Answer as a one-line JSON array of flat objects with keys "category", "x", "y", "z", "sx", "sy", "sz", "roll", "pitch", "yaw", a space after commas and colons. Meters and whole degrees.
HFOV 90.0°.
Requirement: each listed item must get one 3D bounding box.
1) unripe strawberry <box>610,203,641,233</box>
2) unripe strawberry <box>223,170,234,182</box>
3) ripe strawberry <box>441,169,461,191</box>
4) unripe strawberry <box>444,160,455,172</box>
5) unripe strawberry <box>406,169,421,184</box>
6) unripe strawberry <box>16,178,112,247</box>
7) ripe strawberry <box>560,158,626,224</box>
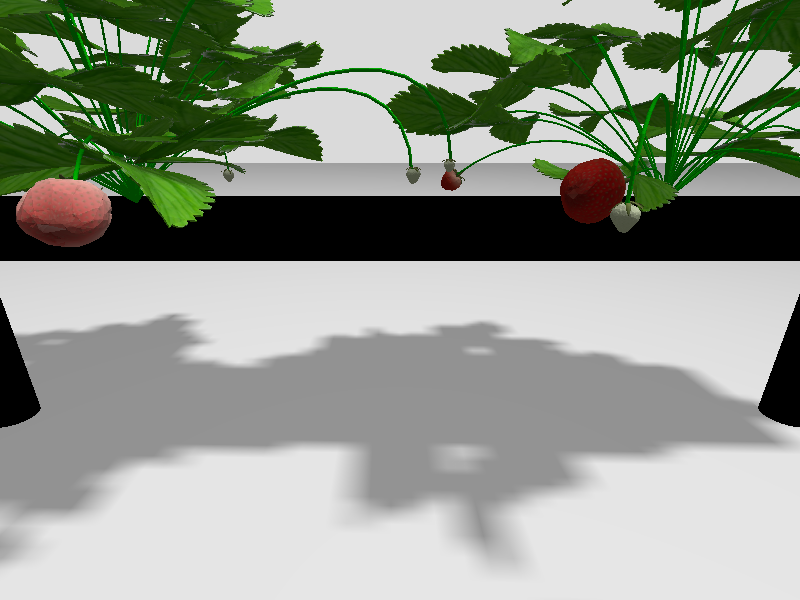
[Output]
[{"category": "unripe strawberry", "x": 0.109, "y": -0.040, "z": 0.194, "sx": 0.013, "sy": 0.014, "sz": 0.014, "roll": 15, "pitch": 25, "yaw": 34}, {"category": "unripe strawberry", "x": -0.221, "y": -0.160, "z": 0.516, "sx": 0.013, "sy": 0.014, "sz": 0.014, "roll": 0, "pitch": 20, "yaw": 1}, {"category": "ripe strawberry", "x": 0.055, "y": -0.129, "z": 0.433, "sx": 0.022, "sy": 0.022, "sz": 0.020, "roll": -30, "pitch": 0, "yaw": 36}, {"category": "unripe strawberry", "x": 0.043, "y": -0.115, "z": 0.346, "sx": 0.010, "sy": 0.010, "sz": 0.011, "roll": -1, "pitch": 20, "yaw": -3}, {"category": "unripe strawberry", "x": 0.010, "y": -0.094, "z": 0.306, "sx": 0.011, "sy": 0.011, "sz": 0.010, "roll": 3, "pitch": 20, "yaw": 7}, {"category": "unripe strawberry", "x": -0.140, "y": -0.035, "z": 0.167, "sx": 0.033, "sy": 0.029, "sz": 0.030, "roll": -9, "pitch": 33, "yaw": -24}, {"category": "ripe strawberry", "x": 0.112, "y": -0.064, "z": 0.239, "sx": 0.039, "sy": 0.038, "sz": 0.036, "roll": -18, "pitch": 27, "yaw": -39}]
